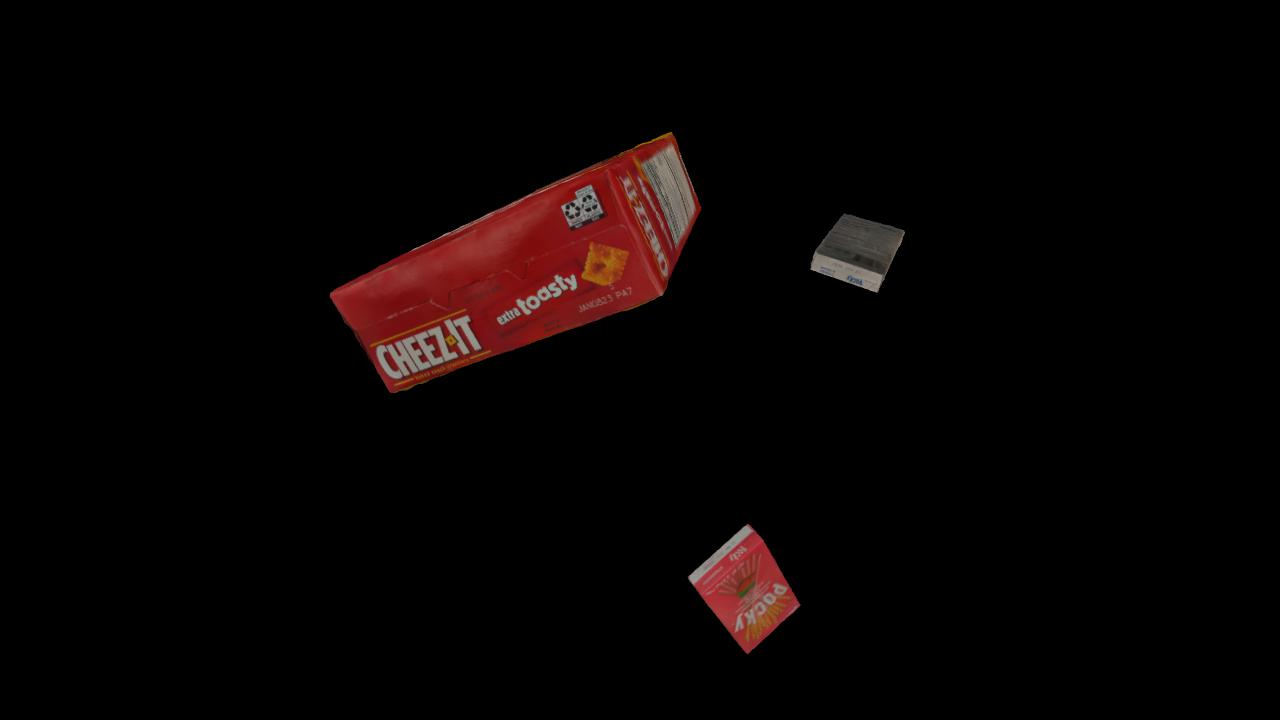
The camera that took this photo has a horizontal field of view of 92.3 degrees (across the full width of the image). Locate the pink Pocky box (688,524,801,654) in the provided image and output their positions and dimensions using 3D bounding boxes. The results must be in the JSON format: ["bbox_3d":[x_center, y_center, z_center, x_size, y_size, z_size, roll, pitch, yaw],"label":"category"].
[{"bbox_3d":[0.115,0.248,0.657,0.084,0.155,0.029,-38,39,-9],"label":"pink Pocky box"}]

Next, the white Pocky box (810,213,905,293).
[{"bbox_3d":[0.271,-0.137,0.761,0.084,0.028,0.154,23,38,19],"label":"white Pocky box"}]

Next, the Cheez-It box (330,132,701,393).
[{"bbox_3d":[-0.054,-0.074,0.393,0.166,0.071,0.223,-20,18,18],"label":"Cheez-It box"}]
